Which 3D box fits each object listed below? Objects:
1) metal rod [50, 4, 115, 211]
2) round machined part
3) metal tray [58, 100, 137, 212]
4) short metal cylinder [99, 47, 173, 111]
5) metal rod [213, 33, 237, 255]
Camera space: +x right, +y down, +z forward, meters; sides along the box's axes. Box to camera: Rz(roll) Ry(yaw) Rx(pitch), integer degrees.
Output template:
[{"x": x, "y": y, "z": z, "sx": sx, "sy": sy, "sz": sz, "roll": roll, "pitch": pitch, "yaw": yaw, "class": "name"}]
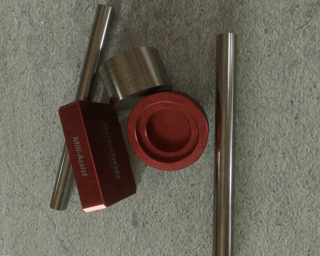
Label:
[{"x": -0.113, "y": -0.026, "z": 0.448, "sx": 0.025, "sy": 0.025, "sz": 0.298, "roll": 17, "pitch": 95, "yaw": 19, "class": "metal rod"}, {"x": 0.012, "y": 0.000, "z": 0.387, "sx": 0.098, "sy": 0.042, "sz": 0.097, "roll": 3, "pitch": 106, "yaw": 11, "class": "round machined part"}, {"x": -0.077, "y": 0.032, "z": 0.401, "sx": 0.030, "sy": 0.090, "sz": 0.129, "roll": -17, "pitch": 84, "yaw": 19, "class": "metal tray"}, {"x": -0.030, "y": -0.060, "z": 0.390, "sx": 0.080, "sy": 0.080, "sz": 0.050, "roll": -23, "pitch": 82, "yaw": 18, "class": "short metal cylinder"}, {"x": 0.079, "y": 0.036, "z": 0.380, "sx": 0.025, "sy": 0.025, "sz": 0.298, "roll": 1, "pitch": 90, "yaw": 20, "class": "metal rod"}]
